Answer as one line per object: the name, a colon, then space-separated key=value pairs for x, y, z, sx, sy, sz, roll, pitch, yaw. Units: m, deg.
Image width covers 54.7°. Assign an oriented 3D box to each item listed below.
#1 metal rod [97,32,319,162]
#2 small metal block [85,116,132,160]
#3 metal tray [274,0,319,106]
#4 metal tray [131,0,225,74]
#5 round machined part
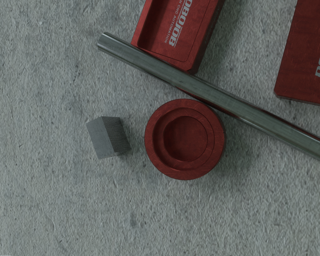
metal rod: x=0.059 y=-0.040 z=0.368 sx=0.301 sy=0.025 sz=0.025 roll=28 pitch=99 yaw=10
small metal block: x=-0.068 y=0.012 z=0.419 sx=0.025 sy=0.050 sz=0.050 roll=-24 pitch=82 yaw=18
metal tray: x=0.187 y=-0.089 z=0.341 sx=0.090 sy=0.030 sz=0.129 roll=15 pitch=95 yaw=19
metal tray: x=0.025 y=-0.144 z=0.396 sx=0.090 sy=0.030 sz=0.129 roll=23 pitch=97 yaw=18
round machined part: x=0.034 y=0.013 z=0.387 sx=0.098 sy=0.042 sz=0.097 roll=0 pitch=91 yaw=20
